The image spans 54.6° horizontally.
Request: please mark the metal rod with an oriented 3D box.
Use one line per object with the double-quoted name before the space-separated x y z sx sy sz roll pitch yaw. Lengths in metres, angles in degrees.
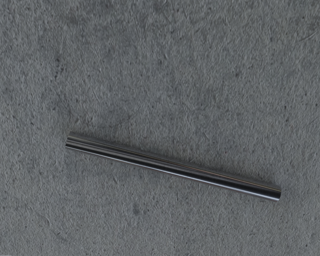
"metal rod" 0.023 0.055 0.430 0.302 0.025 0.025 15 109 -6
